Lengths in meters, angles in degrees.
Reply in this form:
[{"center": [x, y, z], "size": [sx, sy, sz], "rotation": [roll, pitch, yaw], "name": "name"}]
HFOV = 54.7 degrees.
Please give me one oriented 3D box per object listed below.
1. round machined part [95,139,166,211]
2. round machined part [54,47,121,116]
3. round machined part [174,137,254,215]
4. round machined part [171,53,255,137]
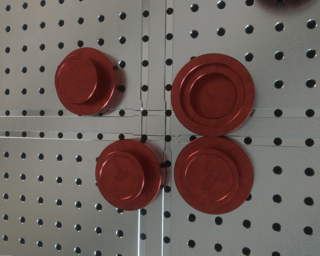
[{"center": [-0.045, 0.064, 0.418], "size": [0.098, 0.042, 0.097], "rotation": [0, 90, 19], "name": "round machined part"}, {"center": [-0.109, -0.066, 0.441], "size": [0.098, 0.042, 0.097], "rotation": [0, 90, 19], "name": "round machined part"}, {"center": [0.064, 0.058, 0.381], "size": [0.098, 0.042, 0.097], "rotation": [0, 90, 19], "name": "round machined part"}, {"center": [0.066, -0.038, 0.380], "size": [0.098, 0.042, 0.097], "rotation": [0, 90, 19], "name": "round machined part"}]
